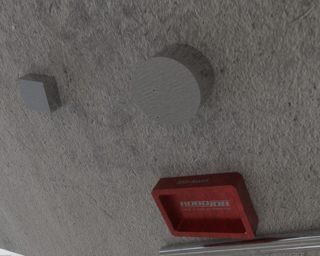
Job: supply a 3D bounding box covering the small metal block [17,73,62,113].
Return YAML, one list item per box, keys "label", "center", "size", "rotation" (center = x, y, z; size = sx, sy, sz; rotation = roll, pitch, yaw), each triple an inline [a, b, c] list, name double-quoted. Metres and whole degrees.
- label: "small metal block"
  center: [-0.182, -0.053, 0.470]
  size: [0.050, 0.025, 0.050]
  rotation: [10, 123, 23]

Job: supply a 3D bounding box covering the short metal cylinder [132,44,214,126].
- label: "short metal cylinder"
  center: [0.016, -0.049, 0.352]
  size: [0.080, 0.050, 0.079]
  rotation: [13, 124, 21]

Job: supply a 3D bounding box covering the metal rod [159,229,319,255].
- label: "metal rod"
  center: [0.120, 0.172, 0.449]
  size: [0.299, 0.025, 0.025]
  rotation: [-22, 107, 36]

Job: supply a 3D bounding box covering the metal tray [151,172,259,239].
- label: "metal tray"
  center: [0.062, 0.112, 0.440]
  size: [0.130, 0.030, 0.090]
  rotation: [-11, 113, 32]
